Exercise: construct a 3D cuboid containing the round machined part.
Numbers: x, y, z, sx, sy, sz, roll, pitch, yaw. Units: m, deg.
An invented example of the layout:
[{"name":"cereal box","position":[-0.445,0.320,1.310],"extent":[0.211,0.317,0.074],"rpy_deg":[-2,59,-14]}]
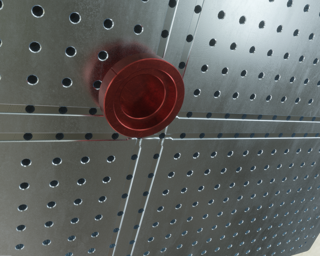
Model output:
[{"name":"round machined part","position":[-0.024,-0.041,0.363],"extent":[0.099,0.042,0.097],"rpy_deg":[-14,125,-21]}]
